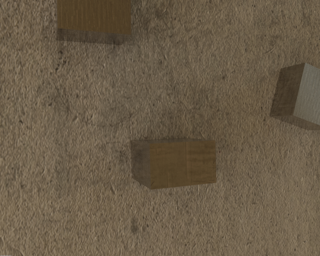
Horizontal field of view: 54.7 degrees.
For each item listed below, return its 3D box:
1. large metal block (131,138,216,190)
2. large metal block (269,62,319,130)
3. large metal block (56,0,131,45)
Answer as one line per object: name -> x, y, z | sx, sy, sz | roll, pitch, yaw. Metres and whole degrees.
large metal block -> 0.014, 0.040, 0.385 | 0.081, 0.080, 0.050 | -2, 91, -20
large metal block -> 0.227, -0.045, 0.479 | 0.081, 0.050, 0.080 | 17, 84, -19
large metal block -> -0.080, -0.147, 0.366 | 0.081, 0.050, 0.079 | -1, 91, -20
